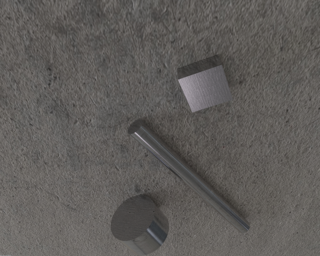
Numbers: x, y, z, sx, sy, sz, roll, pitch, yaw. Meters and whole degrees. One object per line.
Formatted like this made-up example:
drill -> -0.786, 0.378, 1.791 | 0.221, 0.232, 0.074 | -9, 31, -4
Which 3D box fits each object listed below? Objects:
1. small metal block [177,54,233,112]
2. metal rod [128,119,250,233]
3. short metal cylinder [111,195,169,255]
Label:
small metal block -> 0.053, -0.052, 0.364 | 0.050, 0.025, 0.050 | -17, 128, 14
metal rod -> 0.059, 0.088, 0.482 | 0.025, 0.025, 0.300 | -31, 124, 23
short metal cylinder -> -0.032, 0.158, 0.505 | 0.080, 0.080, 0.050 | -21, 127, 16
